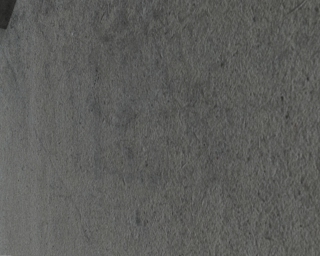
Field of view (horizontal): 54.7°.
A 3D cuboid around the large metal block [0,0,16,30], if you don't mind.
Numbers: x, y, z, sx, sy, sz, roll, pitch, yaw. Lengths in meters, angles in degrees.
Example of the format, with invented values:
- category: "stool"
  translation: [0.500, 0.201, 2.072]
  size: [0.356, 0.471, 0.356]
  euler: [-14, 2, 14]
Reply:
- category: "large metal block"
  translation: [-0.369, -0.281, 0.688]
  size: [0.080, 0.050, 0.080]
  euler: [49, 119, 28]
